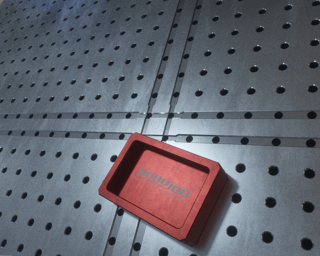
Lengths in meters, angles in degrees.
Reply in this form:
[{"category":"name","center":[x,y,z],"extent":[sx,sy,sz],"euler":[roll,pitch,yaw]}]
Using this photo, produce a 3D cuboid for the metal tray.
[{"category":"metal tray","center":[0.000,0.065,0.363],"extent":[0.130,0.030,0.090],"euler":[19,71,35]}]
